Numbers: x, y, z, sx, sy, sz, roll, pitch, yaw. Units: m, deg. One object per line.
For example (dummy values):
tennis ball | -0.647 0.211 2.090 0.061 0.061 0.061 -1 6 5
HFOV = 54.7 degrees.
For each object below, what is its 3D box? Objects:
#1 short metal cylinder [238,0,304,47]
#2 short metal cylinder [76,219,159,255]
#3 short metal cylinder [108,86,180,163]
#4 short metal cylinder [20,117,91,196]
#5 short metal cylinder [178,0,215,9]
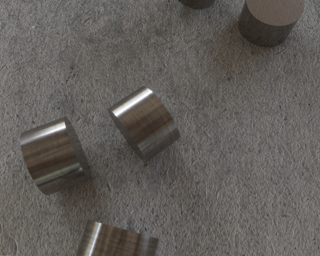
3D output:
short metal cylinder | 0.161 -0.168 0.457 0.081 0.050 0.080 0 70 0
short metal cylinder | -0.046 0.133 0.330 0.080 0.080 0.050 14 71 5
short metal cylinder | -0.020 -0.004 0.380 0.050 0.080 0.080 -35 74 -12
short metal cylinder | -0.121 0.033 0.366 0.050 0.080 0.080 -22 72 -8
short metal cylinder | 0.057 -0.226 0.462 0.080 0.080 0.050 26 72 9
